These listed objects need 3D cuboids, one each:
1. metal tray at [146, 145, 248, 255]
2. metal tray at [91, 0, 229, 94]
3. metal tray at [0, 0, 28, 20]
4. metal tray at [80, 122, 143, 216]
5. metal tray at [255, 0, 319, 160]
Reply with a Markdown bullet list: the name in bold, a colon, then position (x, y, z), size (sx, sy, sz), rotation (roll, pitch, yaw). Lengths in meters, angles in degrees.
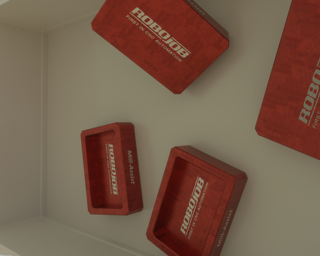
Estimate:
- **metal tray**: position (0.039, 0.096, 0.371), size (0.090, 0.030, 0.129), rotation (26, 106, 37)
- **metal tray**: position (0.001, -0.109, 0.349), size (0.130, 0.030, 0.090), rotation (36, 123, -16)
- **metal tray**: position (-0.320, -0.303, 0.670), size (0.090, 0.030, 0.129), rotation (17, 101, 38)
- **metal tray**: position (-0.075, 0.062, 0.465), size (0.090, 0.030, 0.129), rotation (-12, 83, 39)
- **metal tray**: position (0.145, -0.040, 0.269), size (0.090, 0.030, 0.129), rotation (27, 117, 37)
